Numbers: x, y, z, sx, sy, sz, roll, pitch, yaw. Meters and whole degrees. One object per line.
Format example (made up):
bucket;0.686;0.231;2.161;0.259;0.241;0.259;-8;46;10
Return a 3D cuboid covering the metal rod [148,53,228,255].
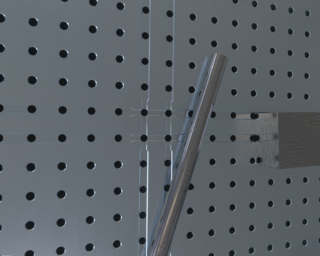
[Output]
metal rod;0.039;0.040;0.426;0.025;0.025;0.299;20;83;-19

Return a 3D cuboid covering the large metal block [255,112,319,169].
large metal block;0.195;0.017;0.471;0.081;0.050;0.080;-2;91;-20
